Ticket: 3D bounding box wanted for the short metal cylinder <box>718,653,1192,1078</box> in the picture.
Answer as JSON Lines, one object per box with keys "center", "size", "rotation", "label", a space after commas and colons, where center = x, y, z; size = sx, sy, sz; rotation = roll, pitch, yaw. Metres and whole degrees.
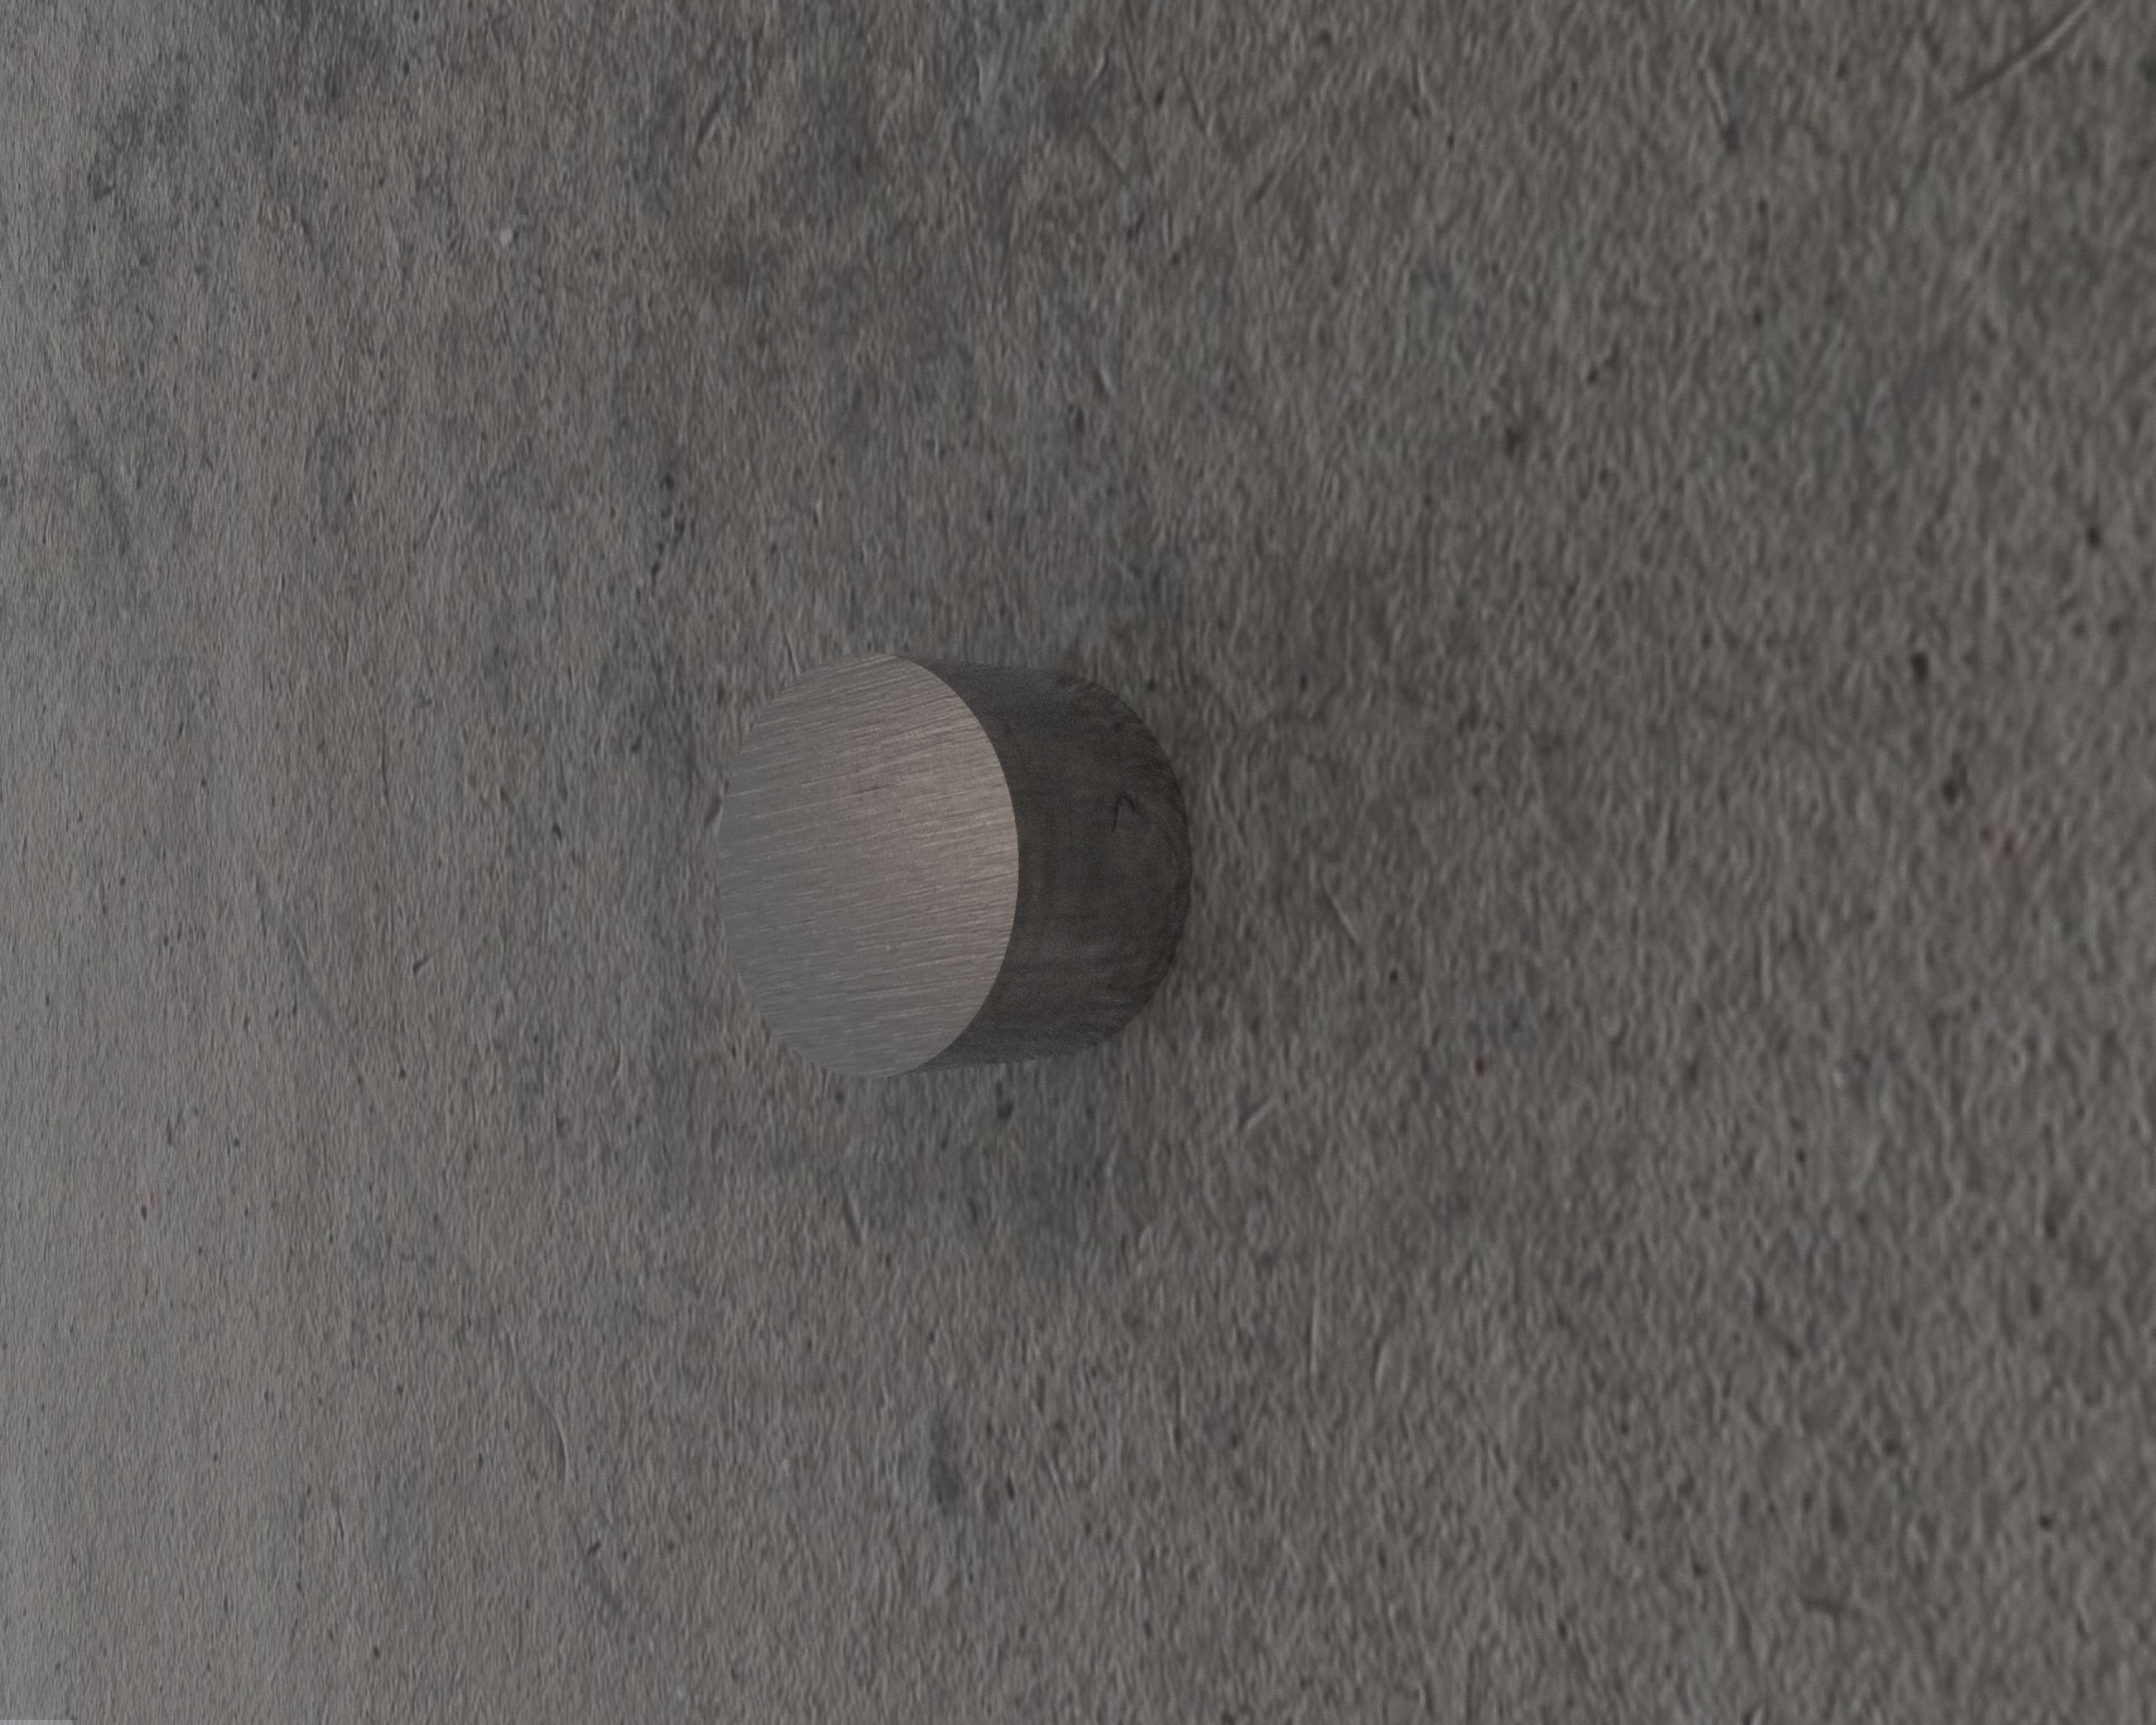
{"center": [-0.025, 0.000, 0.410], "size": [0.080, 0.050, 0.080], "rotation": [0, 90, 40], "label": "short metal cylinder"}
